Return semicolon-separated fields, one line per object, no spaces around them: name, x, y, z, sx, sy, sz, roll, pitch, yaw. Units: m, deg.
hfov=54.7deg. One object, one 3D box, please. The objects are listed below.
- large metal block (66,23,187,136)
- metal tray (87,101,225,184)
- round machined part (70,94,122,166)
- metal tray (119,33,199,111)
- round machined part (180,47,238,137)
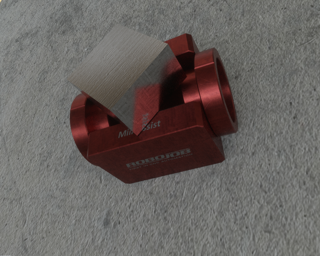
large metal block;-0.034;-0.052;0.319;0.080;0.050;0.080;34;80;38
metal tray;-0.003;0.022;0.348;0.130;0.090;0.030;-16;56;18
round machined part;-0.066;-0.003;0.393;0.042;0.098;0.098;-15;56;20
metal tray;-0.005;-0.060;0.403;0.130;0.090;0.030;-17;55;18
round machined part;0.055;-0.037;0.352;0.042;0.098;0.098;-15;56;20
